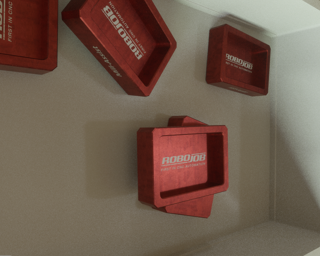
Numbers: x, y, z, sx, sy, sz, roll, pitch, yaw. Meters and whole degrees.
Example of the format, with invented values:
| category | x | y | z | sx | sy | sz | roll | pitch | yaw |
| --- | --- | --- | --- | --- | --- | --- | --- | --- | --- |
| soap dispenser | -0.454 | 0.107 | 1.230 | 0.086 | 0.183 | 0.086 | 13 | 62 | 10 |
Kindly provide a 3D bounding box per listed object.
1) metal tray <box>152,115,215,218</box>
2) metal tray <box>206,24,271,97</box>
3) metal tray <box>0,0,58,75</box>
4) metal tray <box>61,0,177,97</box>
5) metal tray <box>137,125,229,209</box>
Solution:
| category | x | y | z | sx | sy | sz | roll | pitch | yaw |
| --- | --- | --- | --- | --- | --- | --- | --- | --- | --- |
| metal tray | 0.043 | 0.056 | 0.439 | 0.091 | 0.030 | 0.129 | 20 | 77 | -38 |
| metal tray | 0.133 | -0.107 | 0.514 | 0.131 | 0.030 | 0.089 | 8 | 85 | -40 |
| metal tray | -0.143 | -0.120 | 0.283 | 0.091 | 0.030 | 0.129 | 1 | 90 | -40 |
| metal tray | -0.037 | -0.108 | 0.351 | 0.130 | 0.030 | 0.090 | 49 | 60 | -45 |
| metal tray | 0.033 | 0.042 | 0.391 | 0.131 | 0.030 | 0.089 | -2 | 91 | -40 |
